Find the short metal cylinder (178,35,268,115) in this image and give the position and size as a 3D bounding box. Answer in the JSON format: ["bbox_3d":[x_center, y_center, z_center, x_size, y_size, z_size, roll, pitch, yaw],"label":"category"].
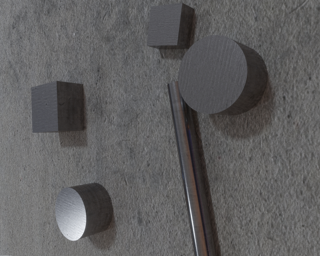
[{"bbox_3d":[0.067,-0.054,0.334,0.080,0.050,0.079,0,90,40],"label":"short metal cylinder"}]

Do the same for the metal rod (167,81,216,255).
[{"bbox_3d":[0.044,0.091,0.368,0.025,0.025,0.298,-15,81,39],"label":"metal rod"}]

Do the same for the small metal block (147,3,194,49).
[{"bbox_3d":[0.013,-0.128,0.395,0.050,0.025,0.050,12,97,39],"label":"small metal block"}]

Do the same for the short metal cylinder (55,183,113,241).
[{"bbox_3d":[-0.120,0.130,0.488,0.080,0.050,0.079,0,90,40],"label":"short metal cylinder"}]

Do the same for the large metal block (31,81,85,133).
[{"bbox_3d":[-0.177,-0.033,0.535,0.080,0.050,0.080,-4,88,40],"label":"large metal block"}]
